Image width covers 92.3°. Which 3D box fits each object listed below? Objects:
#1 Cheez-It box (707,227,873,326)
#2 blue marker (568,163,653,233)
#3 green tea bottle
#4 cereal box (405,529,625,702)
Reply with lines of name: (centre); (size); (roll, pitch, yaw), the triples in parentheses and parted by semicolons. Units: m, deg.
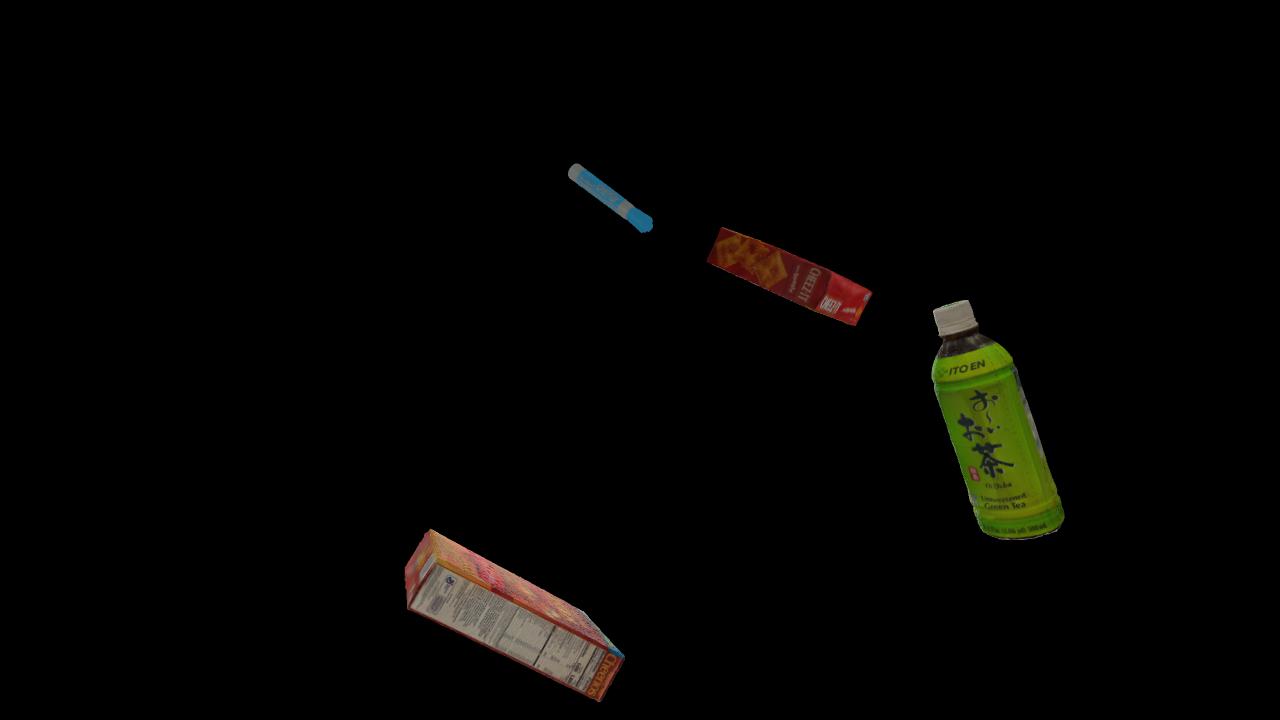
Cheez-It box: (0.245, -0.138, 1.012); (0.223, 0.071, 0.166); (33, 17, 38)
blue marker: (-0.031, -0.173, 0.658); (0.121, 0.020, 0.020); (41, 19, 23)
green tea bottle: (0.312, 0.050, 0.553); (0.073, 0.212, 0.073); (-17, 0, 0)
cereal box: (-0.190, 0.367, 0.903); (0.306, 0.081, 0.203); (34, -14, -16)
